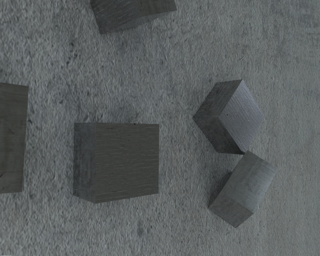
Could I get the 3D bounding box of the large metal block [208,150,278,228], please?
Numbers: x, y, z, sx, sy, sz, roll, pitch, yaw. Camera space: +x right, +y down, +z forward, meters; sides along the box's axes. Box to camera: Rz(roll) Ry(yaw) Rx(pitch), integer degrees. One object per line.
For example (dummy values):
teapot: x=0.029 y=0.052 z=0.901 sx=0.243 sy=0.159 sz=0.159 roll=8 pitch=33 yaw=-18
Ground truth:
large metal block: x=0.122 y=0.093 z=0.463 sx=0.080 sy=0.050 sz=0.080 roll=-49 pitch=164 yaw=-29

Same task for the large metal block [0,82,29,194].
large metal block: x=-0.146 y=0.006 z=0.246 sx=0.050 sy=0.080 sz=0.080 roll=4 pitch=87 yaw=-40

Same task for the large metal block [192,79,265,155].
large metal block: x=0.108 y=-0.016 z=0.479 sx=0.080 sy=0.050 sz=0.080 roll=51 pitch=60 yaw=-28

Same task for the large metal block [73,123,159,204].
large metal block: x=-0.048 y=0.035 z=0.348 sx=0.081 sy=0.050 sz=0.080 roll=1 pitch=90 yaw=-40

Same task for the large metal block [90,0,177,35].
large metal block: x=-0.037 y=-0.155 z=0.338 sx=0.050 sy=0.080 sz=0.080 roll=-27 pitch=107 yaw=-37
